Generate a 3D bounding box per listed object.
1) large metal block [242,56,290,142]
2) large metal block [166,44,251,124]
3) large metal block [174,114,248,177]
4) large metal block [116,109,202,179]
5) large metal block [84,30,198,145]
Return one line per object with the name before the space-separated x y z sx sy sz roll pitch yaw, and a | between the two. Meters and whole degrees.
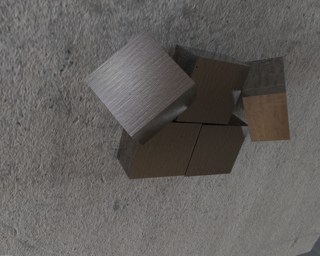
large metal block | 0.146 -0.039 0.423 0.050 0.080 0.080 -5 132 23
large metal block | 0.055 -0.053 0.391 0.081 0.050 0.079 3 117 -30
large metal block | 0.068 0.020 0.441 0.081 0.050 0.079 1 118 -30
large metal block | -0.003 0.017 0.402 0.081 0.050 0.079 1 118 -30
large metal block | -0.018 -0.041 0.330 0.080 0.080 0.050 -40 164 -1
